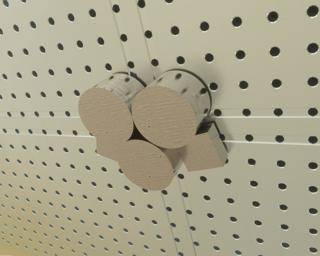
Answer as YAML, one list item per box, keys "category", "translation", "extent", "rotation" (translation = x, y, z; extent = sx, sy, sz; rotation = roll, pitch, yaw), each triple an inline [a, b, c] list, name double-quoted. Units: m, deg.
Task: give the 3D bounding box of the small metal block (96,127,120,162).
- category: "small metal block"
  translation: [-0.065, 0.020, 0.453]
  extent: [0.050, 0.025, 0.050]
  rotation: [19, 126, 17]

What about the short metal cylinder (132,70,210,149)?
- category: "short metal cylinder"
  translation: [0.014, -0.022, 0.369]
  extent: [0.080, 0.050, 0.079]
  rotation: [13, 124, 21]

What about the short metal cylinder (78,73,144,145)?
- category: "short metal cylinder"
  translation: [-0.058, -0.025, 0.405]
  extent: [0.080, 0.050, 0.079]
  rotation: [13, 124, 21]

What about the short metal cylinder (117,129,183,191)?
- category: "short metal cylinder"
  translation: [-0.010, 0.037, 0.419]
  extent: [0.080, 0.050, 0.079]
  rotation: [13, 124, 21]

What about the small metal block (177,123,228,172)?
- category: "small metal block"
  translation: [0.052, 0.026, 0.395]
  extent: [0.050, 0.025, 0.050]
  rotation: [-15, 111, 34]
